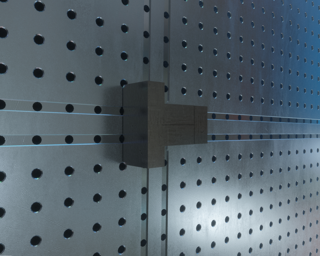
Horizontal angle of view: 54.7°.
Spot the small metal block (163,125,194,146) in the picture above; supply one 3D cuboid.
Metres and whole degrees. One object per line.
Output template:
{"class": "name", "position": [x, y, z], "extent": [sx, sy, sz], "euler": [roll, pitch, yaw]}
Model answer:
{"class": "small metal block", "position": [0.009, 0.009, 0.401], "extent": [0.050, 0.050, 0.025], "euler": [0, 91, -40]}

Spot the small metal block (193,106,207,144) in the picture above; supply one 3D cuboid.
{"class": "small metal block", "position": [0.038, -0.004, 0.426], "extent": [0.025, 0.050, 0.050], "euler": [0, 90, -40]}

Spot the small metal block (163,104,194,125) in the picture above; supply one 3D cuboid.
{"class": "small metal block", "position": [0.009, -0.017, 0.401], "extent": [0.050, 0.050, 0.025], "euler": [0, 91, -40]}

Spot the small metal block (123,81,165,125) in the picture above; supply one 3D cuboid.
{"class": "small metal block", "position": [-0.020, -0.029, 0.377], "extent": [0.025, 0.050, 0.050], "euler": [0, 90, -40]}

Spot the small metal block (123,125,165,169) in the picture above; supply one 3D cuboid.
{"class": "small metal block", "position": [-0.020, 0.021, 0.377], "extent": [0.025, 0.050, 0.050], "euler": [0, 90, -40]}
